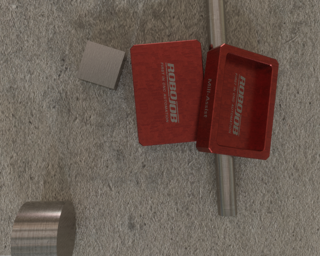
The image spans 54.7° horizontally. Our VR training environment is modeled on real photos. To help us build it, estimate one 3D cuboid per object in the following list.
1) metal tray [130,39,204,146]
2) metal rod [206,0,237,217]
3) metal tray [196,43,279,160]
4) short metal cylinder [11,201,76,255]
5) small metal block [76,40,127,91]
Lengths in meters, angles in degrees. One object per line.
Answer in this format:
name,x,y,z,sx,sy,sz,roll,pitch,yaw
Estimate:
metal tray,0.012,-0.045,0.408,0.091,0.030,0.129,-5,90,-1
metal rod,0.081,-0.035,0.411,0.025,0.025,0.298,-3,90,-1
metal tray,0.098,-0.030,0.387,0.091,0.030,0.129,9,85,-23
short metal cylinder,-0.139,0.131,0.381,0.050,0.080,0.079,-1,90,0
small metal block,-0.076,-0.081,0.409,0.050,0.025,0.050,17,90,-1
